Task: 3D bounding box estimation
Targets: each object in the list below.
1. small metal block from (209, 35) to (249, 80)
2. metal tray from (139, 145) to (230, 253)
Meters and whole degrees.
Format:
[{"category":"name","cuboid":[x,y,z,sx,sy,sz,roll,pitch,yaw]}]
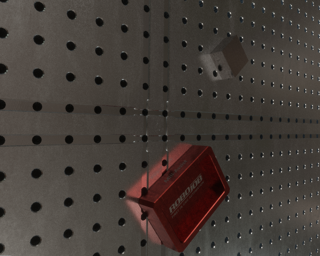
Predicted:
[{"category":"small metal block","cuboid":[0.114,-0.116,0.507,0.050,0.025,0.050,-49,119,-29]},{"category":"metal tray","cuboid":[0.041,0.096,0.442,0.131,0.030,0.090,-41,115,-33]}]
